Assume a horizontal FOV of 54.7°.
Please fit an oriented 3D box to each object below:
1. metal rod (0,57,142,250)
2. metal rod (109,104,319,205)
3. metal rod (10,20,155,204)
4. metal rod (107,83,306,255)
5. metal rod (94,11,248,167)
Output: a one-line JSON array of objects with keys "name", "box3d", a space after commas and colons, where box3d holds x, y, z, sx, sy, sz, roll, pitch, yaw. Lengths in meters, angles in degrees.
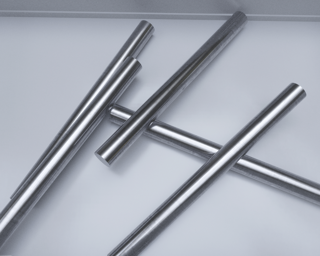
[{"name": "metal rod", "box3d": [-0.116, 0.028, 0.376, 0.025, 0.025, 0.300, 31, 71, 10]}, {"name": "metal rod", "box3d": [0.076, 0.034, 0.398, 0.301, 0.025, 0.025, 22, 71, 7]}, {"name": "metal rod", "box3d": [-0.095, -0.031, 0.419, 0.025, 0.025, 0.300, 29, 72, 9]}, {"name": "metal rod", "box3d": [0.059, 0.054, 0.368, 0.300, 0.025, 0.025, -42, 76, -6]}, {"name": "metal rod", "box3d": [0.028, -0.065, 0.415, 0.025, 0.025, 0.301, 38, 67, 12]}]
